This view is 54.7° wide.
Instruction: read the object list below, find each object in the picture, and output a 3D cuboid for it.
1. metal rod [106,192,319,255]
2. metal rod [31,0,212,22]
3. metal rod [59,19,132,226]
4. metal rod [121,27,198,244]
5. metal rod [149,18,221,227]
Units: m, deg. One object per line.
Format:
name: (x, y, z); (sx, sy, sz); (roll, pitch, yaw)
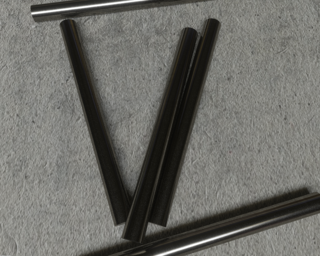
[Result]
metal rod: (0.049, 0.129, 0.361); (0.302, 0.025, 0.025); (-15, 71, -6)
metal rod: (-0.042, -0.196, 0.479); (0.302, 0.025, 0.025); (-9, 70, -4)
metal rod: (-0.089, -0.021, 0.414); (0.025, 0.025, 0.299); (-18, 71, -6)
metal rod: (0.007, -0.008, 0.400); (0.025, 0.025, 0.300); (14, 67, 5)
metal rod: (0.037, -0.021, 0.415); (0.025, 0.025, 0.299); (15, 71, 5)
